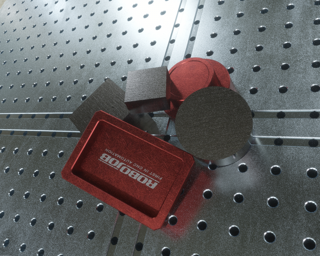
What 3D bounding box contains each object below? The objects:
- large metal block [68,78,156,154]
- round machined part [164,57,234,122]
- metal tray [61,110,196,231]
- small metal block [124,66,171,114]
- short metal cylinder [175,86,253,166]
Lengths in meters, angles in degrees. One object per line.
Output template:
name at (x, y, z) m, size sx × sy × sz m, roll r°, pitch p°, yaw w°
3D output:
large metal block at (-0.068, -0.011, 0.435) m, size 0.080 × 0.050 × 0.080 m, roll -46°, pitch 51°, yaw -4°
round machined part at (0.043, -0.054, 0.407) m, size 0.098 × 0.042 × 0.098 m, roll -13°, pitch 56°, yaw 21°
metal tray at (-0.036, 0.046, 0.359) m, size 0.130 × 0.030 × 0.090 m, roll 26°, pitch 82°, yaw 14°
small metal block at (-0.014, -0.047, 0.385) m, size 0.050 × 0.025 × 0.050 m, roll -6°, pitch 55°, yaw 12°
short metal cylinder at (0.062, 0.000, 0.345) m, size 0.080 × 0.050 × 0.080 m, roll -4°, pitch 75°, yaw 16°
